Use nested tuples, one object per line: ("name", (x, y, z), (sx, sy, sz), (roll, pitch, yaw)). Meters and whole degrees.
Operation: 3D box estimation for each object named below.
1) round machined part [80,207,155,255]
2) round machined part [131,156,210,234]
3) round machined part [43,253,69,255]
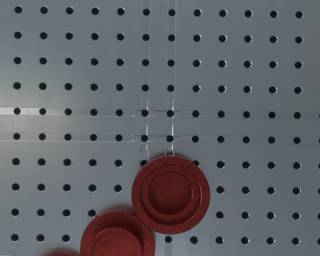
("round machined part", (-0.056, 0.157, 0.405), (0.099, 0.042, 0.097), (0, 90, 0))
("round machined part", (0.014, 0.084, 0.405), (0.099, 0.042, 0.097), (0, 90, 0))
("round machined part", (-0.142, 0.220, 0.404), (0.099, 0.042, 0.097), (0, 90, 0))
